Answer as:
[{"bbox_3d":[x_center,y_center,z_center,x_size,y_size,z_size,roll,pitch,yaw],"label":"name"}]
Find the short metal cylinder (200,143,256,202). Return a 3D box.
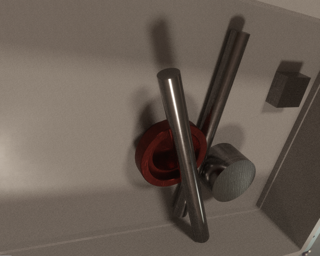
[{"bbox_3d":[0.104,0.071,0.496,0.081,0.050,0.079,-14,125,-21],"label":"short metal cylinder"}]

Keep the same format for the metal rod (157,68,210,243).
[{"bbox_3d":[0.038,0.059,0.413,0.025,0.025,0.298,-25,128,-14],"label":"metal rod"}]

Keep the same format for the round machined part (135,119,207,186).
[{"bbox_3d":[0.011,0.028,0.423,0.099,0.042,0.097,-14,125,-21],"label":"round machined part"}]

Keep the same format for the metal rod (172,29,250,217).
[{"bbox_3d":[0.067,0.009,0.453,0.025,0.025,0.298,0,118,-29],"label":"metal rod"}]

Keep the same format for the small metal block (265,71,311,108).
[{"bbox_3d":[0.200,-0.060,0.484,0.050,0.025,0.050,-3,120,-27],"label":"small metal block"}]
